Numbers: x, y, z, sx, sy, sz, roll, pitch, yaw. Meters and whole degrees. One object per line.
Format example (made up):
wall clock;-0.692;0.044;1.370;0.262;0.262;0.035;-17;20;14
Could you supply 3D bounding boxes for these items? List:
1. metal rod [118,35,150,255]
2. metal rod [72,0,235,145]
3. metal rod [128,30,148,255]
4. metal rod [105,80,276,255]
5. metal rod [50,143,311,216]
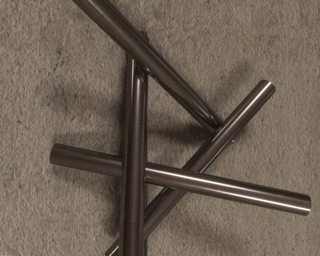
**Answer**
metal rod;-0.028;0.038;0.340;0.025;0.025;0.299;6;76;-20
metal rod;0.005;-0.062;0.360;0.301;0.025;0.025;40;77;-36
metal rod;-0.029;0.027;0.399;0.025;0.025;0.298;0;90;-20
metal rod;0.046;0.049;0.394;0.301;0.025;0.025;-46;105;-11
metal rod;0.023;0.060;0.364;0.302;0.025;0.025;12;86;1
